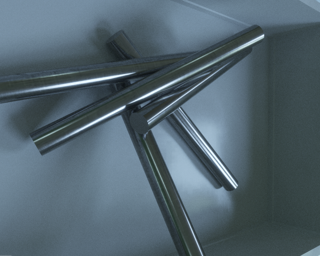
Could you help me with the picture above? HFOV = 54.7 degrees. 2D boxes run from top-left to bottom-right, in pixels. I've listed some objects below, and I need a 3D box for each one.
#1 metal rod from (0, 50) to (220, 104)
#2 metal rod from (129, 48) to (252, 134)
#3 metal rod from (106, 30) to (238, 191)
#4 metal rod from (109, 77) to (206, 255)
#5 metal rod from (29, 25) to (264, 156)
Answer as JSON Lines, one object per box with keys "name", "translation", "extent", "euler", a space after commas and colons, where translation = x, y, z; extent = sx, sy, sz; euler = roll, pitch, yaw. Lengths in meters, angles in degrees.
{"name": "metal rod", "translation": [-0.049, -0.061, 0.341], "extent": [0.303, 0.025, 0.025], "euler": [-15, 100, -31]}
{"name": "metal rod", "translation": [0.063, -0.071, 0.427], "extent": [0.302, 0.025, 0.025], "euler": [-38, 114, -45]}
{"name": "metal rod", "translation": [0.032, -0.007, 0.435], "extent": [0.300, 0.025, 0.025], "euler": [50, 61, -29]}
{"name": "metal rod", "translation": [0.009, 0.076, 0.330], "extent": [0.025, 0.025, 0.299], "euler": [-11, 70, -40]}
{"name": "metal rod", "translation": [0.003, -0.053, 0.351], "extent": [0.302, 0.025, 0.025], "euler": [-29, 110, -21]}
